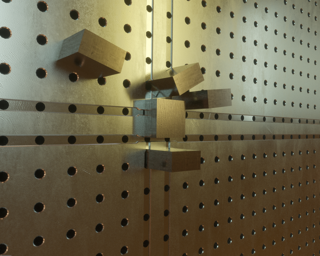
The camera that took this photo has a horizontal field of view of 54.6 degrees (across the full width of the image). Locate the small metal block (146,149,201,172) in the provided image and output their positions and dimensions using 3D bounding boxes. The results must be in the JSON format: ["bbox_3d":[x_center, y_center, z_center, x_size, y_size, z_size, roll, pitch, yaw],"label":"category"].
[{"bbox_3d":[0.018,0.041,0.407,0.050,0.050,0.025,2,89,-40],"label":"small metal block"}]

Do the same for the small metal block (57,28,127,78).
[{"bbox_3d":[-0.073,-0.077,0.331,0.050,0.050,0.025,22,76,-38],"label":"small metal block"}]

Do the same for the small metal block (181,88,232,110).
[{"bbox_3d":[0.067,-0.042,0.448,0.050,0.050,0.025,-9,96,-40],"label":"small metal block"}]

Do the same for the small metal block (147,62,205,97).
[{"bbox_3d":[0.021,-0.063,0.409,0.050,0.050,0.025,-34,111,-35],"label":"small metal block"}]

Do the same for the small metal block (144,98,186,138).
[{"bbox_3d":[0.007,-0.012,0.414,0.050,0.025,0.050,1,89,-40],"label":"small metal block"}]
